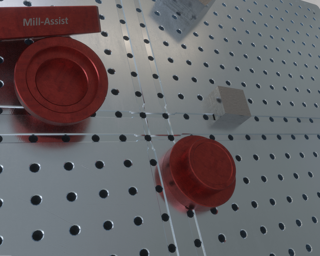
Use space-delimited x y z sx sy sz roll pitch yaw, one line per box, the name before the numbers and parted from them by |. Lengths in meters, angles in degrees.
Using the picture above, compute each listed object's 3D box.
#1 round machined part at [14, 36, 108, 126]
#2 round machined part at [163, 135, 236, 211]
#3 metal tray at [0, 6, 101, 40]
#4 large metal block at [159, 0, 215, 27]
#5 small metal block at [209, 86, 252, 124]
round machined part | -0.113 -0.050 0.354 0.099 0.042 0.098 5 79 -26
round machined part | 0.057 0.052 0.396 0.099 0.042 0.098 14 56 -21
metal tray | -0.148 -0.121 0.361 0.131 0.090 0.030 -17 111 -35
large metal block | 0.056 -0.247 0.572 0.080 0.050 0.080 40 51 -1
small metal block | 0.110 -0.036 0.489 0.050 0.025 0.050 5 60 -26
